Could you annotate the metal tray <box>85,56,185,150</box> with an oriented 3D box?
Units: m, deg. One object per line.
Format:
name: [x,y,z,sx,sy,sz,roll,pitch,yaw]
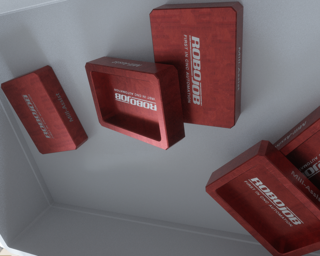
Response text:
metal tray: [-0.033,-0.034,0.374,0.130,0.030,0.089,18,127,41]

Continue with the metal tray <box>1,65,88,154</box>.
metal tray: [-0.180,-0.024,0.486,0.090,0.030,0.129,-10,114,32]

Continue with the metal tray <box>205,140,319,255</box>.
metal tray: [0.128,0.086,0.350,0.130,0.030,0.090,44,129,-3]

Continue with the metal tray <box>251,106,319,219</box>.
metal tray: [0.176,0.037,0.335,0.090,0.030,0.129,39,129,2]

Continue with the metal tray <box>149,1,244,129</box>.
metal tray: [0.042,-0.067,0.342,0.090,0.030,0.129,8,122,24]
